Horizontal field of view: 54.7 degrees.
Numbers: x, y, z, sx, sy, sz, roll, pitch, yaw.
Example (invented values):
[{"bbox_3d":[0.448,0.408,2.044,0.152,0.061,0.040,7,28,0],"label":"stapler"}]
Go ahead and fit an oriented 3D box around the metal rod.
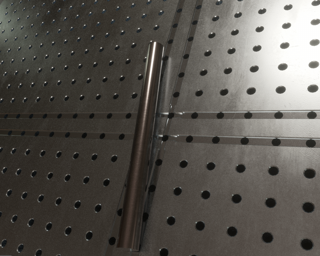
[{"bbox_3d":[-0.021,0.004,0.415,0.025,0.025,0.299,-8,58,24],"label":"metal rod"}]
